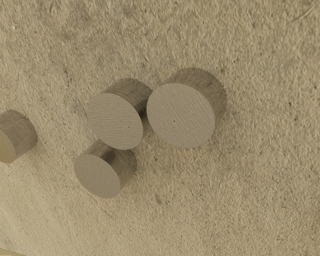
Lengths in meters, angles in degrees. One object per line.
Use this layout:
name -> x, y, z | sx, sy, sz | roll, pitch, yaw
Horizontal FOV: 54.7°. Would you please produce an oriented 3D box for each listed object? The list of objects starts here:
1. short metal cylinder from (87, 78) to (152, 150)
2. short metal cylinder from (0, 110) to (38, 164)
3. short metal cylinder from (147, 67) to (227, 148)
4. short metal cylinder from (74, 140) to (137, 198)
short metal cylinder -> -0.046, -0.019, 0.404 | 0.080, 0.050, 0.079 | 13, 124, 21
short metal cylinder -> -0.264, 0.015, 0.539 | 0.080, 0.050, 0.079 | 13, 124, 21
short metal cylinder -> 0.032, -0.024, 0.359 | 0.080, 0.050, 0.079 | 13, 124, 21
short metal cylinder -> -0.082, 0.060, 0.471 | 0.080, 0.050, 0.079 | 13, 124, 21
